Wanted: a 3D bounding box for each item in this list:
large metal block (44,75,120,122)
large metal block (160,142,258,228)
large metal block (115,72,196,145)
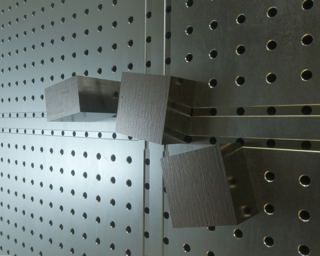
[{"bbox_3d":[-0.113,-0.040,0.464,0.080,0.081,0.050,-11,83,39],"label":"large metal block"},{"bbox_3d":[0.053,0.064,0.348,0.080,0.050,0.080,-18,79,38],"label":"large metal block"},{"bbox_3d":[-0.007,-0.027,0.397,0.080,0.050,0.079,13,98,39],"label":"large metal block"}]
